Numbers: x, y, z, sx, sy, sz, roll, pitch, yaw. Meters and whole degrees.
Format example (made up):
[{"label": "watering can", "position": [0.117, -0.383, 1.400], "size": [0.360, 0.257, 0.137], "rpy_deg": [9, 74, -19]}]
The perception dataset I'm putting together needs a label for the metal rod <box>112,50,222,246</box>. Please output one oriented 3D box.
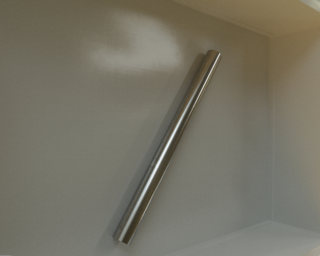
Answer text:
[{"label": "metal rod", "position": [0.019, 0.012, 0.424], "size": [0.025, 0.025, 0.300], "rpy_deg": [42, 64, -32]}]
